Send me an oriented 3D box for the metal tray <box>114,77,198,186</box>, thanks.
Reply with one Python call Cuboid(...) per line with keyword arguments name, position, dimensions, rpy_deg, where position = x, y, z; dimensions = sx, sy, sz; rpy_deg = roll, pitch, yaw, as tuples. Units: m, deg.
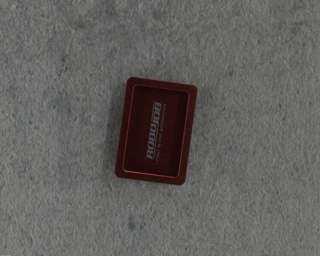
Cuboid(name="metal tray", position=(-0.005, 0.004, 0.407), dimensions=(0.091, 0.030, 0.129), rpy_deg=(8, 90, -1))
